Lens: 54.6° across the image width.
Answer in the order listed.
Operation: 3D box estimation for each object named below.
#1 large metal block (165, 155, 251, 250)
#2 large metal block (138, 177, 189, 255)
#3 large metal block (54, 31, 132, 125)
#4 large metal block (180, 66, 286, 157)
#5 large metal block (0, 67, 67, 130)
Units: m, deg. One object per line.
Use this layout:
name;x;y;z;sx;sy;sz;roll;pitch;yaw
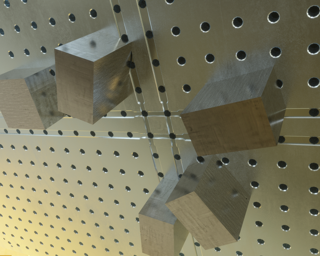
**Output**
large metal block;0.064;0.093;0.400;0.050;0.080;0.080;-34;99;38
large metal block;0.012;0.133;0.452;0.050;0.080;0.080;12;123;22
large metal block;-0.079;-0.064;0.379;0.050;0.080;0.079;21;126;16
large metal block;0.079;-0.018;0.323;0.080;0.080;0.050;-12;113;33
large metal block;-0.201;-0.045;0.474;0.080;0.050;0.080;2;119;27
